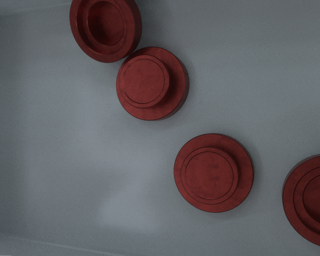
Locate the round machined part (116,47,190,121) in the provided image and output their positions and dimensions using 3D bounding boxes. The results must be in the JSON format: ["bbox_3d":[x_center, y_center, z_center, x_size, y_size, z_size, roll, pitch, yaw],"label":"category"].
[{"bbox_3d":[-0.014,-0.058,0.406,0.098,0.042,0.097,0,90,19],"label":"round machined part"}]

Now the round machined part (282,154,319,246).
[{"bbox_3d":[0.185,0.076,0.336,0.098,0.042,0.097,0,90,19],"label":"round machined part"}]

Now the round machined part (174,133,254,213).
[{"bbox_3d":[0.063,0.055,0.379,0.098,0.042,0.097,0,90,19],"label":"round machined part"}]

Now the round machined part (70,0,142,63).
[{"bbox_3d":[-0.067,-0.139,0.411,0.098,0.042,0.097,12,120,21],"label":"round machined part"}]
